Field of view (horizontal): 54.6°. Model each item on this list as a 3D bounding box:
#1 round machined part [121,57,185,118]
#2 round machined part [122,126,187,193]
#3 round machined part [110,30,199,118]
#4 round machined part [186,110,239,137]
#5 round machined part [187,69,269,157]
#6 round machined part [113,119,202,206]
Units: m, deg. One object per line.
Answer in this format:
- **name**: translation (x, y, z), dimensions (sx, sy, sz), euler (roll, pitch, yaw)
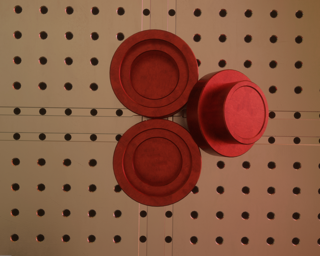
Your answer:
- **round machined part**: translation (-0.005, -0.061, 0.406), dimensions (0.099, 0.042, 0.097), euler (0, 90, 0)
- **round machined part**: translation (-0.004, 0.038, 0.405), dimensions (0.099, 0.042, 0.097), euler (0, 90, 0)
- **round machined part**: translation (-0.006, -0.060, 0.362), dimensions (0.099, 0.042, 0.097), euler (0, 90, 0)
- **round machined part**: translation (0.085, -0.017, 0.406), dimensions (0.099, 0.042, 0.097), euler (0, 90, 0)
- **round machined part**: translation (0.081, -0.016, 0.342), dimensions (0.099, 0.042, 0.097), euler (0, 89, -32)
- **round machined part**: translation (-0.003, 0.038, 0.362), dimensions (0.099, 0.042, 0.097), euler (0, 90, 0)
